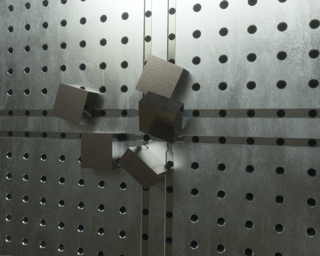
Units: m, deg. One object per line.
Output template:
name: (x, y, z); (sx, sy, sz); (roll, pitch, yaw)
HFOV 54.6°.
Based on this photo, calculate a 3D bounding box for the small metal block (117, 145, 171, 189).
small metal block: (-0.020, 0.050, 0.407); (0.050, 0.050, 0.025); (41, 103, 15)

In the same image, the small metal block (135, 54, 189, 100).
small metal block: (0.003, -0.064, 0.412); (0.050, 0.025, 0.050); (27, 99, 18)

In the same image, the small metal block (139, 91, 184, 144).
small metal block: (0.001, -0.013, 0.399); (0.050, 0.025, 0.050); (21, 137, 19)

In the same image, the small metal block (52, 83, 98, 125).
small metal block: (-0.126, -0.035, 0.458); (0.050, 0.025, 0.050); (18, 96, 19)

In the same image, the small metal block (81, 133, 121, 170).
small metal block: (-0.084, 0.032, 0.443); (0.050, 0.025, 0.050); (0, 90, 20)
